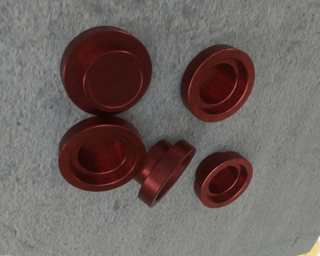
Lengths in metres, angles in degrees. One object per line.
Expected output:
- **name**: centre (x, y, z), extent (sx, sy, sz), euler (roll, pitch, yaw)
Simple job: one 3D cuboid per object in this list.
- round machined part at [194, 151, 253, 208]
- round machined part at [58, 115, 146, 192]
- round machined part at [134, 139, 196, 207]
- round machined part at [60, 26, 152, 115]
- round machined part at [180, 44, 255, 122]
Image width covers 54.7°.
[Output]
- **round machined part**: centre (0.097, 0.078, 0.499), extent (0.099, 0.042, 0.097), euler (-14, 125, -21)
- **round machined part**: centre (-0.070, 0.026, 0.369), extent (0.099, 0.042, 0.097), euler (-10, 126, -14)
- **round machined part**: centre (0.002, 0.054, 0.412), extent (0.098, 0.042, 0.098), euler (-49, 165, -18)
- **round machined part**: centre (-0.053, -0.056, 0.333), extent (0.099, 0.042, 0.097), euler (-14, 124, -21)
- **round machined part**: centre (0.069, -0.060, 0.399), extent (0.099, 0.042, 0.097), euler (-14, 125, -21)
